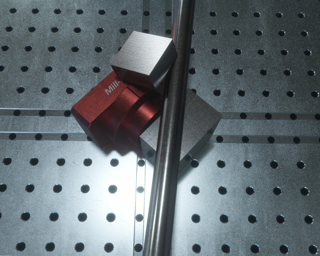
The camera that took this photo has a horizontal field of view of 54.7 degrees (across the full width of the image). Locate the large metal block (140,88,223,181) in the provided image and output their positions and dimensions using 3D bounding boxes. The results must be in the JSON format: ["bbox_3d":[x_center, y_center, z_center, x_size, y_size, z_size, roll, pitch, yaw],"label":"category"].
[{"bbox_3d":[0.024,0.011,0.376,0.050,0.080,0.080,41,75,13],"label":"large metal block"}]

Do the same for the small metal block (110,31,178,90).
[{"bbox_3d":[-0.017,-0.074,0.335,0.050,0.025,0.050,20,68,26],"label":"small metal block"}]

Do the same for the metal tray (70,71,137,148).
[{"bbox_3d":[-0.044,-0.040,0.391,0.030,0.090,0.130,41,75,13],"label":"metal tray"}]

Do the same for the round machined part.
[{"bbox_3d":[-0.021,-0.016,0.383,0.042,0.098,0.098,41,75,13],"label":"round machined part"}]

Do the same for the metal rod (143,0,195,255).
[{"bbox_3d":[0.014,-0.021,0.334,0.025,0.025,0.299,7,70,2],"label":"metal rod"}]
